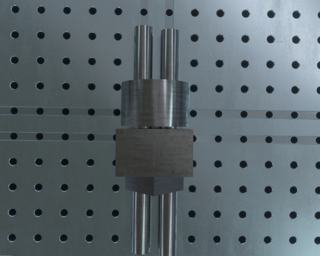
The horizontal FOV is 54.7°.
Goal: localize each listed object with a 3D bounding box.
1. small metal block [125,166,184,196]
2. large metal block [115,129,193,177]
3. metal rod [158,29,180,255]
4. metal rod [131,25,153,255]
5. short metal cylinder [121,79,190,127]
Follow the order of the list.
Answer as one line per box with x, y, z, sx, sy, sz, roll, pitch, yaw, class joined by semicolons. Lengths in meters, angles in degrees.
-0.007;0.063;0.378;0.050;0.050;0.025;1;90;-45;small metal block
-0.006;0.026;0.361;0.081;0.080;0.050;0;90;-1;large metal block
0.012;0.020;0.415;0.025;0.025;0.298;1;90;-1;metal rod
-0.024;0.015;0.414;0.025;0.025;0.298;1;90;-1;metal rod
-0.005;-0.027;0.365;0.081;0.080;0.050;1;90;-1;short metal cylinder
